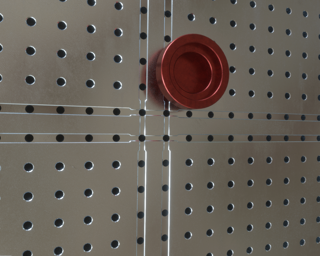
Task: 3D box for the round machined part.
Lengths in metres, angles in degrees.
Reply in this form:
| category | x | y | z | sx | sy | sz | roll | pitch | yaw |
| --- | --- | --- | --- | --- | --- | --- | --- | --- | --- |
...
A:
| category | x | y | z | sx | sy | sz | roll | pitch | yaw |
| --- | --- | --- | --- | --- | --- | --- | --- | --- | --- |
| round machined part | 0.040 | -0.074 | 0.420 | 0.099 | 0.042 | 0.097 | 0 | 90 | -21 |
